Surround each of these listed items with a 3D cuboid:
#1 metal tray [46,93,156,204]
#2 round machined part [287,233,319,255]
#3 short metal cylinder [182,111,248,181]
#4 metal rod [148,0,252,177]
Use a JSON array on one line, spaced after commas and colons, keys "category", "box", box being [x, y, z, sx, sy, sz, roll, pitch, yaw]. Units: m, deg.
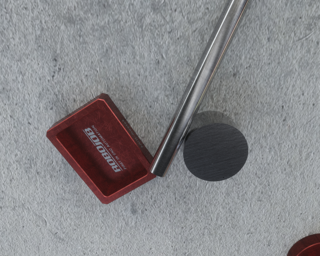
[{"category": "metal tray", "box": [-0.074, 0.030, 0.417, 0.090, 0.030, 0.130, -31, 108, 10]}, {"category": "round machined part", "box": [0.255, 0.218, 0.485, 0.099, 0.042, 0.097, 0, 110, -1]}, {"category": "short metal cylinder", "box": [0.069, 0.023, 0.406, 0.081, 0.050, 0.079, 0, 110, -1]}, {"category": "metal rod", "box": [0.058, -0.075, 0.368, 0.025, 0.025, 0.298, 23, 103, -9]}]
